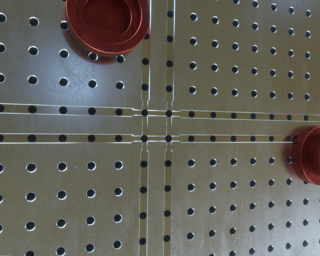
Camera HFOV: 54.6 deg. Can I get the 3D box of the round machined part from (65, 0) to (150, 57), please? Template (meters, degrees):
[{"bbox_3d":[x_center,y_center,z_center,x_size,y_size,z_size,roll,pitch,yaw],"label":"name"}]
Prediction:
[{"bbox_3d":[-0.065,-0.136,0.379,0.099,0.042,0.097,0,90,-20],"label":"round machined part"}]

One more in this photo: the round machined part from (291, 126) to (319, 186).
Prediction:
[{"bbox_3d":[0.266,0.045,0.501,0.099,0.042,0.097,0,90,-20],"label":"round machined part"}]
